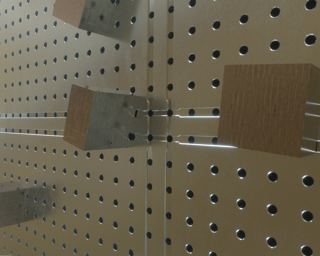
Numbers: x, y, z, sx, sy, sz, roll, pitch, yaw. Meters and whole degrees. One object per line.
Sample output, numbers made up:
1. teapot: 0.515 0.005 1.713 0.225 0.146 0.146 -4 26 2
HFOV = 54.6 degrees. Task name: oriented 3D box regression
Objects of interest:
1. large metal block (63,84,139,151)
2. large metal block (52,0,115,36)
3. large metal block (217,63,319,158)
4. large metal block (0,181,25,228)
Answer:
1. large metal block: -0.084 -0.015 0.444 0.050 0.081 0.080 20 103 38
2. large metal block: -0.120 -0.203 0.494 0.080 0.050 0.080 33 111 35
3. large metal block: 0.108 -0.019 0.305 0.080 0.050 0.080 8 95 40
4. large metal block: -0.342 0.164 0.659 0.050 0.081 0.080 17 101 39
